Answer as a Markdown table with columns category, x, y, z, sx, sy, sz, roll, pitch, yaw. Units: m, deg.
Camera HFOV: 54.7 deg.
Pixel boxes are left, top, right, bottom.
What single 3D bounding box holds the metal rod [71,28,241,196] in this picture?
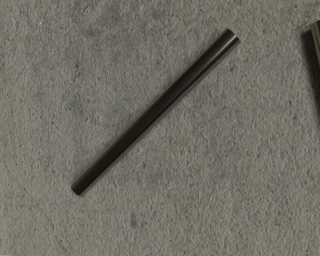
| category | x | y | z | sx | sy | sz | roll | pitch | yaw |
| --- | --- | --- | --- | --- | --- | --- | --- | --- | --- |
| metal rod | -0.014 | -0.012 | 0.413 | 0.299 | 0.025 | 0.025 | -44 | 77 | 14 |

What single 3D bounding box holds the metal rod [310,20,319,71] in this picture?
| category | x | y | z | sx | sy | sz | roll | pitch | yaw |
| --- | --- | --- | --- | --- | --- | --- | --- | --- | --- |
| metal rod | 0.208 | 0.028 | 0.335 | 0.025 | 0.025 | 0.298 | -12 | 86 | 19 |
